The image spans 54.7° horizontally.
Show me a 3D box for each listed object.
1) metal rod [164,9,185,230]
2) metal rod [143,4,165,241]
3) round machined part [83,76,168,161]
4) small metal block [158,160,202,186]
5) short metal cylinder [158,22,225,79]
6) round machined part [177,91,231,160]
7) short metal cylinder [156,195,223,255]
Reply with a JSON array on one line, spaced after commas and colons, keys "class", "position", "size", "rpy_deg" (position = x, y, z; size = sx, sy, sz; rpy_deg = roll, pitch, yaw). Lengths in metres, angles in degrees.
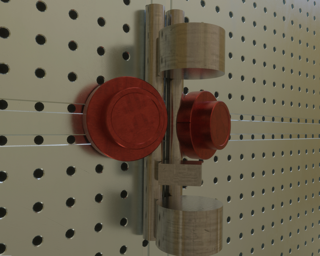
[{"class": "metal rod", "position": [0.019, -0.009, 0.424], "size": [0.025, 0.025, 0.298], "rpy_deg": [1, 89, -40]}, {"class": "metal rod", "position": [-0.008, -0.008, 0.401], "size": [0.025, 0.025, 0.298], "rpy_deg": [1, 89, -40]}, {"class": "round machined part", "position": [-0.034, -0.010, 0.353], "size": [0.099, 0.042, 0.097], "rpy_deg": [0, 90, -26]}, {"class": "small metal block", "position": [0.027, 0.055, 0.385], "size": [0.050, 0.050, 0.025], "rpy_deg": [6, 85, -82]}, {"class": "short metal cylinder", "position": [0.038, -0.090, 0.376], "size": [0.081, 0.080, 0.050], "rpy_deg": [1, 90, -40]}, {"class": "round machined part", "position": [0.068, -0.004, 0.437], "size": [0.099, 0.042, 0.097], "rpy_deg": [-1, 91, -55]}, {"class": "short metal cylinder", "position": [0.035, 0.115, 0.375], "size": [0.081, 0.080, 0.050], "rpy_deg": [1, 90, -40]}]
